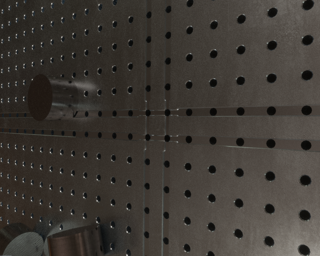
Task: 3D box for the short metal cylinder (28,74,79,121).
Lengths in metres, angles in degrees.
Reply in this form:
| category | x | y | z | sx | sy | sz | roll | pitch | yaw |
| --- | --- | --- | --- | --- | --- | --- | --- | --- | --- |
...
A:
| category | x | y | z | sx | sy | sz | roll | pitch | yaw |
| --- | --- | --- | --- | --- | --- | --- | --- | --- | --- |
| short metal cylinder | -0.189 | -0.052 | 0.546 | 0.080 | 0.050 | 0.079 | 0 | 90 | 39 |

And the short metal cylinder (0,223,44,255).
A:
| category | x | y | z | sx | sy | sz | roll | pitch | yaw |
| --- | --- | --- | --- | --- | --- | --- | --- | --- | --- |
| short metal cylinder | -0.274 | 0.230 | 0.596 | 0.050 | 0.081 | 0.079 | 12 | 98 | 39 |

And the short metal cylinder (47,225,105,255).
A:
| category | x | y | z | sx | sy | sz | roll | pitch | yaw |
| --- | --- | --- | --- | --- | --- | --- | --- | --- | --- |
| short metal cylinder | -0.129 | 0.184 | 0.477 | 0.080 | 0.081 | 0.050 | -18 | 79 | 38 |
